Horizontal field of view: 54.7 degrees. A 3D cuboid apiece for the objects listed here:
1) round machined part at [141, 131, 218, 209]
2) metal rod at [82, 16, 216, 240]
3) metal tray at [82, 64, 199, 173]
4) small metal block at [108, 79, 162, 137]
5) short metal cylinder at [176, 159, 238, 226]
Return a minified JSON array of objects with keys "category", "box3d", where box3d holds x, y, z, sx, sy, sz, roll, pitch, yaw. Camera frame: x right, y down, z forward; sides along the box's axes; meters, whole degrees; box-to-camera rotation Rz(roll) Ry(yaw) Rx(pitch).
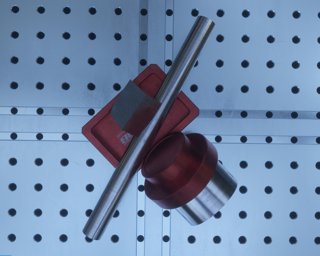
[{"category":"round machined part","box3d":[0.016,0.043,0.367,0.098,0.098,0.042,-46,112,0]},{"category":"metal rod","box3d":[-0.013,0.000,0.383,0.025,0.025,0.299,28,90,-1]},{"category":"metal tray","box3d":[-0.025,-0.009,0.410,0.130,0.030,0.090,-43,91,0]},{"category":"small metal block","box3d":[-0.032,-0.025,0.378,0.025,0.050,0.050,28,102,-38]},{"category":"short metal cylinder","box3d":[0.049,0.074,0.385,0.080,0.080,0.050,-43,91,0]}]
